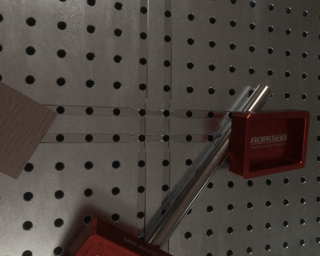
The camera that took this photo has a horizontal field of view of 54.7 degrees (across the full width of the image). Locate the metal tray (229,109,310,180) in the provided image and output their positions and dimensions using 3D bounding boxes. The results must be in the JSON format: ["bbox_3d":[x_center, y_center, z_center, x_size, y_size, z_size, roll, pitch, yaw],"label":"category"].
[{"bbox_3d":[0.162,0.020,0.454,0.131,0.030,0.089,-4,100,-30],"label":"metal tray"}]

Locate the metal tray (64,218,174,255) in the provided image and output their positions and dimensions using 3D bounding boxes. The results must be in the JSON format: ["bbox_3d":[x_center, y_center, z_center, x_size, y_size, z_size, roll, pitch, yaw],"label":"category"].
[{"bbox_3d":[-0.049,0.176,0.375,0.130,0.030,0.090,33,102,-18],"label":"metal tray"}]

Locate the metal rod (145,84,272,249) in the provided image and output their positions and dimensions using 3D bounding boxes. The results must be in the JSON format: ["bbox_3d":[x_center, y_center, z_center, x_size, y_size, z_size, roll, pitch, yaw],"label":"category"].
[{"bbox_3d":[0.069,0.056,0.439,0.025,0.025,0.300,42,76,-16],"label":"metal rod"}]

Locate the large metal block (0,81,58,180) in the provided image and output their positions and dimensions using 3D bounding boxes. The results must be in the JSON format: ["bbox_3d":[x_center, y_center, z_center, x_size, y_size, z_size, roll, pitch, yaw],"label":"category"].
[{"bbox_3d":[-0.170,-0.001,0.337,0.080,0.050,0.080,32,79,-18],"label":"large metal block"}]
